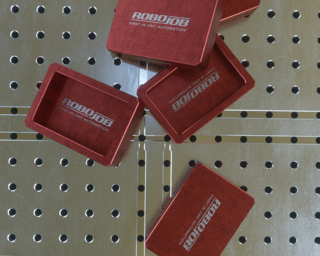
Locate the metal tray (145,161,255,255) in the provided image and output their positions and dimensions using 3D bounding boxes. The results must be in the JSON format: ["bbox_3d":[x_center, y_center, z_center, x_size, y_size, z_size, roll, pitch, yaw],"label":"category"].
[{"bbox_3d":[0.051,0.122,0.412,0.090,0.030,0.130,34,90,-1],"label":"metal tray"}]

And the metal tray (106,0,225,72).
[{"bbox_3d":[0.004,-0.127,0.386,0.130,0.030,0.090,15,90,23],"label":"metal tray"}]

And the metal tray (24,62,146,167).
[{"bbox_3d":[-0.096,-0.018,0.393,0.130,0.030,0.090,24,90,14],"label":"metal tray"}]

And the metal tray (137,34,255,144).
[{"bbox_3d":[0.046,-0.052,0.411,0.130,0.030,0.090,-38,91,-1],"label":"metal tray"}]

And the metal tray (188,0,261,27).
[{"bbox_3d":[0.066,-0.202,0.412,0.090,0.030,0.129,-21,90,-1],"label":"metal tray"}]
